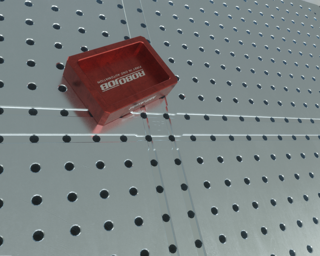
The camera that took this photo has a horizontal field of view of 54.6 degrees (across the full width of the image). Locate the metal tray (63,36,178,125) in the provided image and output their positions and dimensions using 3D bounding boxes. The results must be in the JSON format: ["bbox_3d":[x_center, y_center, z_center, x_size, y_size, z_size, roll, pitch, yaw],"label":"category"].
[{"bbox_3d":[-0.050,-0.069,0.419,0.131,0.030,0.090,-30,78,-38],"label":"metal tray"}]
